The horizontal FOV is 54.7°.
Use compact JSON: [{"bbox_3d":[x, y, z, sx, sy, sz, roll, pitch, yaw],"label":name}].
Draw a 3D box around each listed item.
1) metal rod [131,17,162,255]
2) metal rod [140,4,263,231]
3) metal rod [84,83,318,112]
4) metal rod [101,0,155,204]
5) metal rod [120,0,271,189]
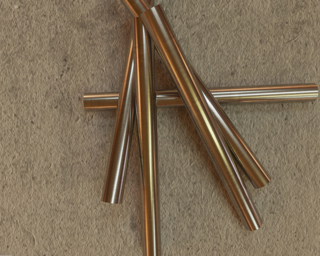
[{"bbox_3d":[-0.015,0.022,0.380,0.025,0.025,0.298,-2,102,0],"label":"metal rod"},{"bbox_3d":[0.057,0.001,0.369,0.025,0.025,0.299,-28,107,0],"label":"metal rod"},{"bbox_3d":[0.053,-0.041,0.410,0.302,0.025,0.025,-3,90,0],"label":"metal rod"},{"bbox_3d":[-0.035,-0.059,0.386,0.025,0.025,0.299,8,81,0],"label":"metal rod"},{"bbox_3d":[0.043,-0.050,0.382,0.025,0.025,0.299,-36,95,0],"label":"metal rod"}]
